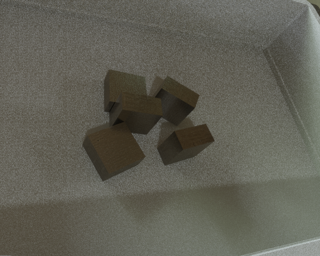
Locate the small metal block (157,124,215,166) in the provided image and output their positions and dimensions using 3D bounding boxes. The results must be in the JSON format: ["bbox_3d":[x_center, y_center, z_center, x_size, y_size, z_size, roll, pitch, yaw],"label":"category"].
[{"bbox_3d":[0.032,0.021,0.394,0.050,0.050,0.025,-12,68,-33],"label":"small metal block"}]

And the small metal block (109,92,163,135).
[{"bbox_3d":[-0.031,-0.017,0.383,0.050,0.050,0.025,8,59,-24],"label":"small metal block"}]

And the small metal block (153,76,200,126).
[{"bbox_3d":[0.017,-0.035,0.420,0.050,0.050,0.025,30,52,-10],"label":"small metal block"}]

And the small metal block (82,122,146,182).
[{"bbox_3d":[-0.054,0.027,0.360,0.050,0.025,0.050,-23,74,-36],"label":"small metal block"}]

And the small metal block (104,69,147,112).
[{"bbox_3d":[-0.046,-0.045,0.408,0.050,0.025,0.050,8,58,-24],"label":"small metal block"}]
